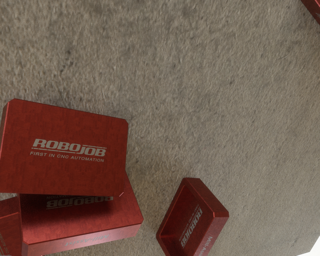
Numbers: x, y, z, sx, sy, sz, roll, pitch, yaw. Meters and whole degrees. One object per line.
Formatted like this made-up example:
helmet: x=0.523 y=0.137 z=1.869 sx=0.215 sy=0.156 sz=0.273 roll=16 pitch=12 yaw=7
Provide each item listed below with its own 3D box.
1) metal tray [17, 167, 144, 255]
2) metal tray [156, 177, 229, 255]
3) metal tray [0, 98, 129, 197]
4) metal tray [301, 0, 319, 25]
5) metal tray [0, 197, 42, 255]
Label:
metal tray: x=-0.095 y=0.092 z=0.367 sx=0.131 sy=0.090 sz=0.030 roll=-2 pitch=134 yaw=-28
metal tray: x=0.046 y=0.155 z=0.487 sx=0.030 sy=0.090 sz=0.129 roll=9 pitch=114 yaw=-33
metal tray: x=-0.101 y=0.026 z=0.334 sx=0.131 sy=0.030 sz=0.090 roll=11 pitch=76 yaw=-33
metal tray: x=0.258 y=-0.186 z=0.432 sx=0.131 sy=0.030 sz=0.090 roll=25 pitch=105 yaw=-37
metal tray: x=-0.201 y=0.153 z=0.388 sx=0.091 sy=0.030 sz=0.129 roll=-14 pitch=125 yaw=-21
